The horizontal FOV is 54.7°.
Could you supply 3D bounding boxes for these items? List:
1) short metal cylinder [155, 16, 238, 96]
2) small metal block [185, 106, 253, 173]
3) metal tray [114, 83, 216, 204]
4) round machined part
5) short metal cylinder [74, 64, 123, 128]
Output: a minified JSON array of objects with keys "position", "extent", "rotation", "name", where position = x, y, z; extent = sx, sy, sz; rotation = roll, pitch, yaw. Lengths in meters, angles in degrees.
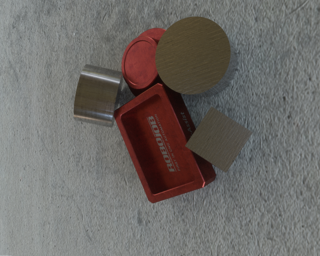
[{"position":[0.042,-0.075,0.342],"extent":[0.080,0.050,0.079],"rotation":[1,92,22],"name":"short metal cylinder"},{"position":[0.062,0.013,0.332],"extent":[0.050,0.025,0.050],"rotation":[33,88,6],"name":"small metal block"},{"position":[0.003,0.020,0.386],"extent":[0.090,0.030,0.129],"rotation":[-28,82,36],"name":"metal tray"},{"position":[-0.012,-0.082,0.406],"extent":[0.098,0.042,0.097],"rotation":[0,90,40],"name":"round machined part"},{"position":[-0.084,-0.044,0.431],"extent":[0.050,0.080,0.079],"rotation":[12,101,-5],"name":"short metal cylinder"}]
